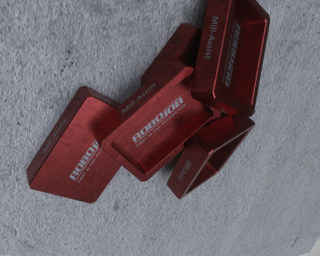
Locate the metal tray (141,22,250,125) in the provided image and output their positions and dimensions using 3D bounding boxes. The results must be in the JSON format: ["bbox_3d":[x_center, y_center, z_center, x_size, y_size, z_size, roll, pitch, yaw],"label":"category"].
[{"bbox_3d":[0.051,-0.059,0.398,0.131,0.030,0.090,30,101,-38],"label":"metal tray"}]

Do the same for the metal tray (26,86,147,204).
[{"bbox_3d":[-0.086,0.025,0.373,0.090,0.030,0.130,28,103,-38],"label":"metal tray"}]

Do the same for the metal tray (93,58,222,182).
[{"bbox_3d":[0.000,-0.006,0.364,0.130,0.030,0.090,-41,130,0],"label":"metal tray"}]

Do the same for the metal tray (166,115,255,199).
[{"bbox_3d":[0.066,0.038,0.422,0.091,0.030,0.129,-27,154,-32],"label":"metal tray"}]

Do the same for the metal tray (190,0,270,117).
[{"bbox_3d":[0.084,-0.086,0.356,0.091,0.030,0.129,17,82,-46],"label":"metal tray"}]
